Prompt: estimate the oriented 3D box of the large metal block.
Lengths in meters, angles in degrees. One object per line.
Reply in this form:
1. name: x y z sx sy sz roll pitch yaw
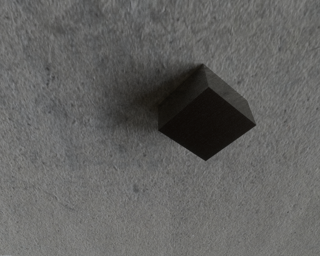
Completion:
1. large metal block: 0.054 -0.016 0.378 0.080 0.050 0.080 34 122 -26
